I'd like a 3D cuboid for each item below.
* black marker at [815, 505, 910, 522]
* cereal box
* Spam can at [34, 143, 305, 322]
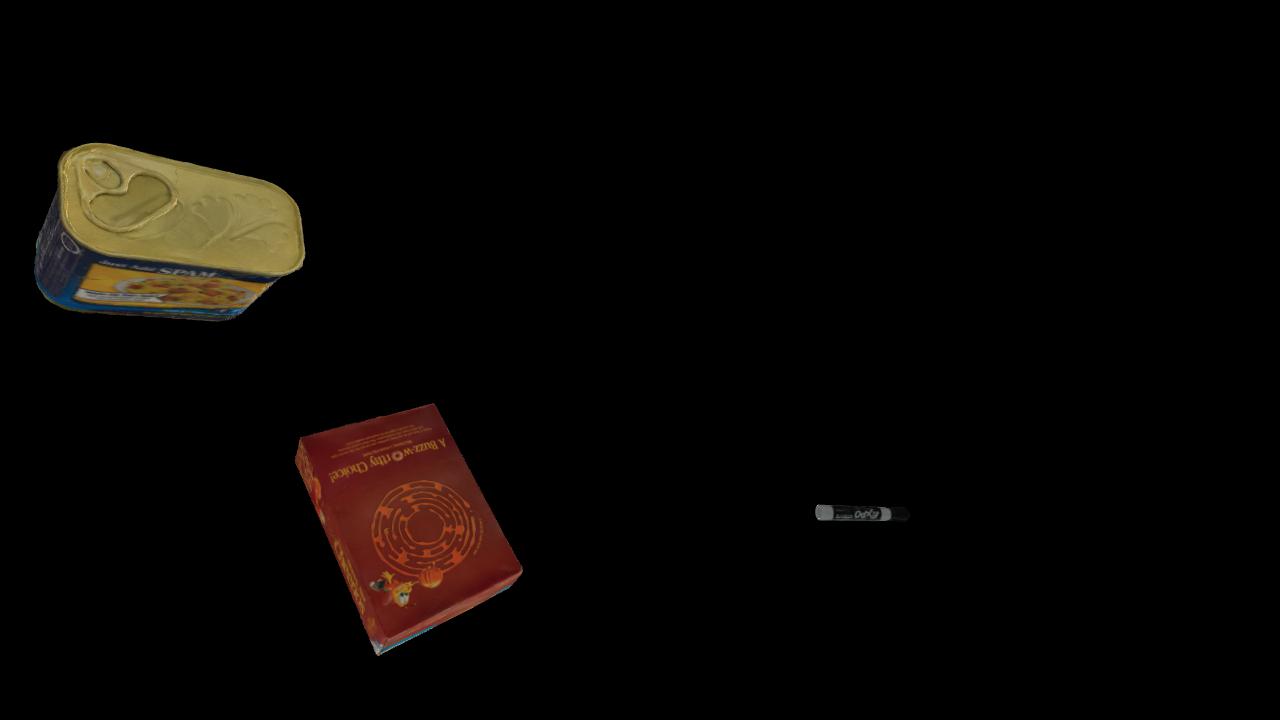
[{"bbox_3d":[0.276,0.189,0.757,0.121,0.020,0.020,4,-1,-10],"label":"black marker"},{"bbox_3d":[-0.329,0.223,0.875,0.203,0.306,0.081,-16,-25,-44],"label":"cereal box"},{"bbox_3d":[-0.252,-0.060,0.331,0.085,0.058,0.101,-22,-16,37],"label":"Spam can"}]
